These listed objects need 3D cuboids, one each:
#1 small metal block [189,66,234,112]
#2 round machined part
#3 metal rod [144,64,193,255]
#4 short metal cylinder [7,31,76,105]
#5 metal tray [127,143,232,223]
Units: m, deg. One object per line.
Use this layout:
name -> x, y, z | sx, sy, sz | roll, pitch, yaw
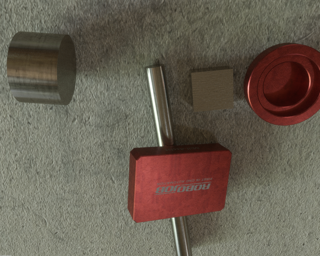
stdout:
small metal block -> 0.065, -0.050, 0.392 | 0.050, 0.025, 0.050 | -5, 110, 1
round machined part -> 0.152, -0.055, 0.383 | 0.099, 0.042, 0.097 | 0, 110, -1
metal rod -> 0.016, 0.062, 0.432 | 0.025, 0.025, 0.298 | -8, 110, 3
short metal cylinder -> -0.131, -0.067, 0.354 | 0.050, 0.080, 0.079 | 4, 110, -2
metal tray -> 0.026, 0.070, 0.408 | 0.131, 0.030, 0.089 | -2, 107, -21
